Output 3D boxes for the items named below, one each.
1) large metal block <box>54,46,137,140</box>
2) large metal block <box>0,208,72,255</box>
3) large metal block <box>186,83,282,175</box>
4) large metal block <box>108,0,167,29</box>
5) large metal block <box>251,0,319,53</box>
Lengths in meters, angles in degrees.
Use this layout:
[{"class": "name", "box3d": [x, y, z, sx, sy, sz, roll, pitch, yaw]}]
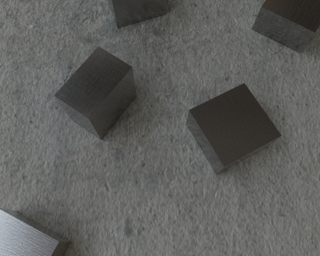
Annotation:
[{"class": "large metal block", "box3d": [-0.076, -0.041, 0.393, 0.050, 0.080, 0.080, 33, 73, 11]}, {"class": "large metal block", "box3d": [-0.159, 0.144, 0.340, 0.080, 0.050, 0.080, 25, 72, 8]}, {"class": "large metal block", "box3d": [0.090, 0.002, 0.395, 0.080, 0.050, 0.080, -26, 72, -10]}, {"class": "large metal block", "box3d": [-0.036, -0.201, 0.452, 0.081, 0.080, 0.050, -19, 72, -7]}, {"class": "large metal block", "box3d": [0.197, -0.172, 0.460, 0.080, 0.050, 0.080, 31, 73, 10]}]
